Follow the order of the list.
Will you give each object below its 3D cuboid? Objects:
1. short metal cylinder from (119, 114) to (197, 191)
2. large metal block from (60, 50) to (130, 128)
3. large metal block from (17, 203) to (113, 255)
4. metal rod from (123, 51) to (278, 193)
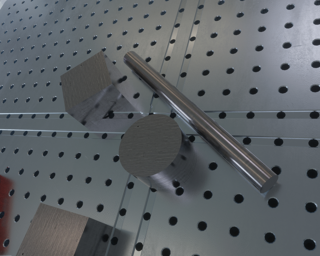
[{"bbox_3d":[-0.002,0.030,0.375,0.080,0.050,0.080,-13,56,21],"label":"short metal cylinder"},{"bbox_3d":[-0.103,-0.061,0.484,0.080,0.050,0.080,-29,52,10],"label":"large metal block"},{"bbox_3d":[-0.114,0.142,0.365,0.080,0.050,0.080,5,64,30],"label":"large metal block"},{"bbox_3d":[0.031,-0.028,0.408,0.025,0.025,0.300,-42,51,-1],"label":"metal rod"}]
